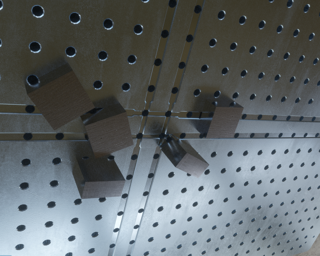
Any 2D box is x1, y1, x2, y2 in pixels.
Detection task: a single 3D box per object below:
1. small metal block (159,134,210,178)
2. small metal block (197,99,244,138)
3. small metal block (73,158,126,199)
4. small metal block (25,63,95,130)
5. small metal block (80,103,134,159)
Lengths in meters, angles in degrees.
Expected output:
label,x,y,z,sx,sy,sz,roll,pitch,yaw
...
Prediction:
label,x,y,z,sx,sy,sz,roll,pitch,yaw
small metal block,0.034,0.040,0.440,0.050,0.050,0.025,30,102,-38
small metal block,0.088,-0.013,0.453,0.050,0.025,0.050,-1,119,-29
small metal block,-0.078,0.062,0.392,0.050,0.050,0.025,4,117,-31
small metal block,-0.106,-0.034,0.333,0.050,0.025,0.050,-31,129,-9
small metal block,-0.064,0.003,0.380,0.050,0.025,0.050,-20,127,-17
